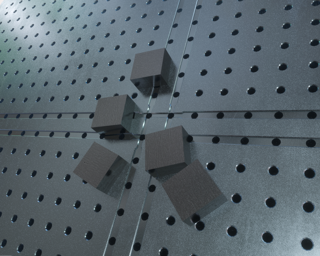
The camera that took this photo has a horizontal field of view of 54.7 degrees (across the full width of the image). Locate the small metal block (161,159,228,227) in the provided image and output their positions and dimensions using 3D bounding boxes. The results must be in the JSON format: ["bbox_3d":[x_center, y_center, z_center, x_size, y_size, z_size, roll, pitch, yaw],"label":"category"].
[{"bbox_3d":[0.038,0.071,0.344,0.050,0.025,0.050,-36,51,3],"label":"small metal block"}]

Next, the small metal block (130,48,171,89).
[{"bbox_3d":[-0.013,-0.090,0.469,0.050,0.025,0.050,-6,59,25],"label":"small metal block"}]

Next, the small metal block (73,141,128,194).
[{"bbox_3d":[-0.080,0.053,0.416,0.050,0.025,0.050,24,74,36],"label":"small metal block"}]

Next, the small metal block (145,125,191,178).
[{"bbox_3d":[0.010,0.030,0.384,0.050,0.025,0.050,-15,56,19],"label":"small metal block"}]

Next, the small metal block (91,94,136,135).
[{"bbox_3d":[-0.068,-0.019,0.454,0.050,0.025,0.050,-6,59,25],"label":"small metal block"}]
